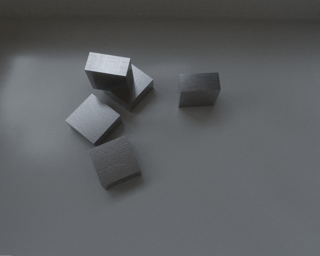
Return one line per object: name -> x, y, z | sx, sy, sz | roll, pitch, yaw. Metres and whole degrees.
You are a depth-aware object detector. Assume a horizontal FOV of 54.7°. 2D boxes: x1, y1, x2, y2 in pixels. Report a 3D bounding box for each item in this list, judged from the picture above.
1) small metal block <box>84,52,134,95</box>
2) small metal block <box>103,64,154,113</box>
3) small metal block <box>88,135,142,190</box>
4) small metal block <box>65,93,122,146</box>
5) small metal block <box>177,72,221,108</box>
small metal block -> -0.063, -0.068, 0.394 | 0.050, 0.050, 0.025 | 9, 71, 3
small metal block -> -0.045, -0.058, 0.430 | 0.050, 0.025, 0.050 | 37, 74, 12
small metal block -> -0.056, 0.044, 0.393 | 0.050, 0.025, 0.050 | -22, 72, -8
small metal block -> -0.087, -0.009, 0.412 | 0.050, 0.025, 0.050 | 37, 74, 12
small metal block -> 0.050, -0.050, 0.415 | 0.050, 0.050, 0.025 | -3, 70, -2
